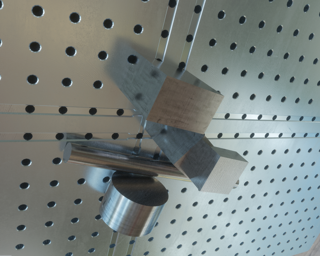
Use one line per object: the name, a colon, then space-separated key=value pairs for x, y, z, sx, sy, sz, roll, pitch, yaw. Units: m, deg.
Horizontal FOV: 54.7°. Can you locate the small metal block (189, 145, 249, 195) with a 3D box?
small metal block: x=0.073 y=0.053 z=0.382 sx=0.050 sy=0.025 sz=0.050 roll=14 pitch=111 yaw=-35

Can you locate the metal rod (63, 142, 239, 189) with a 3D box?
metal rod: x=0.009 y=0.062 z=0.455 sx=0.302 sy=0.025 sz=0.025 roll=15 pitch=110 yaw=-35

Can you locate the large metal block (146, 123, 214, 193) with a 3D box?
large metal block: x=0.038 y=0.029 z=0.416 sx=0.050 sy=0.080 sz=0.080 roll=-43 pitch=130 yaw=1

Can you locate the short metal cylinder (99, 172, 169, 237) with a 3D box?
short metal cylinder: x=-0.035 y=0.099 z=0.419 sx=0.081 sy=0.080 sz=0.050 roll=11 pitch=113 yaw=-33

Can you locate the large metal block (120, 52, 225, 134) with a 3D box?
large metal block: x=0.012 y=-0.041 z=0.358 sx=0.081 sy=0.080 sz=0.050 roll=14 pitch=111 yaw=-34
